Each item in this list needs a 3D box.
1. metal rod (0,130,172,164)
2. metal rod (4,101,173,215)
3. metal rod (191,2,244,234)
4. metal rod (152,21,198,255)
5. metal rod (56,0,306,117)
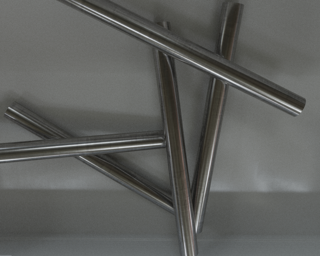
[{"bbox_3d":[-0.126,0.025,0.391,0.302,0.025,0.025,-5,111,-10],"label":"metal rod"},{"bbox_3d":[-0.070,0.055,0.430,0.301,0.025,0.025,33,107,-12],"label":"metal rod"},{"bbox_3d":[0.066,-0.001,0.397,0.025,0.025,0.298,7,105,-3],"label":"metal rod"},{"bbox_3d":[0.019,0.022,0.391,0.025,0.025,0.298,-7,100,2],"label":"metal rod"},{"bbox_3d":[0.027,-0.087,0.347,0.301,0.025,0.025,25,108,-6],"label":"metal rod"}]
